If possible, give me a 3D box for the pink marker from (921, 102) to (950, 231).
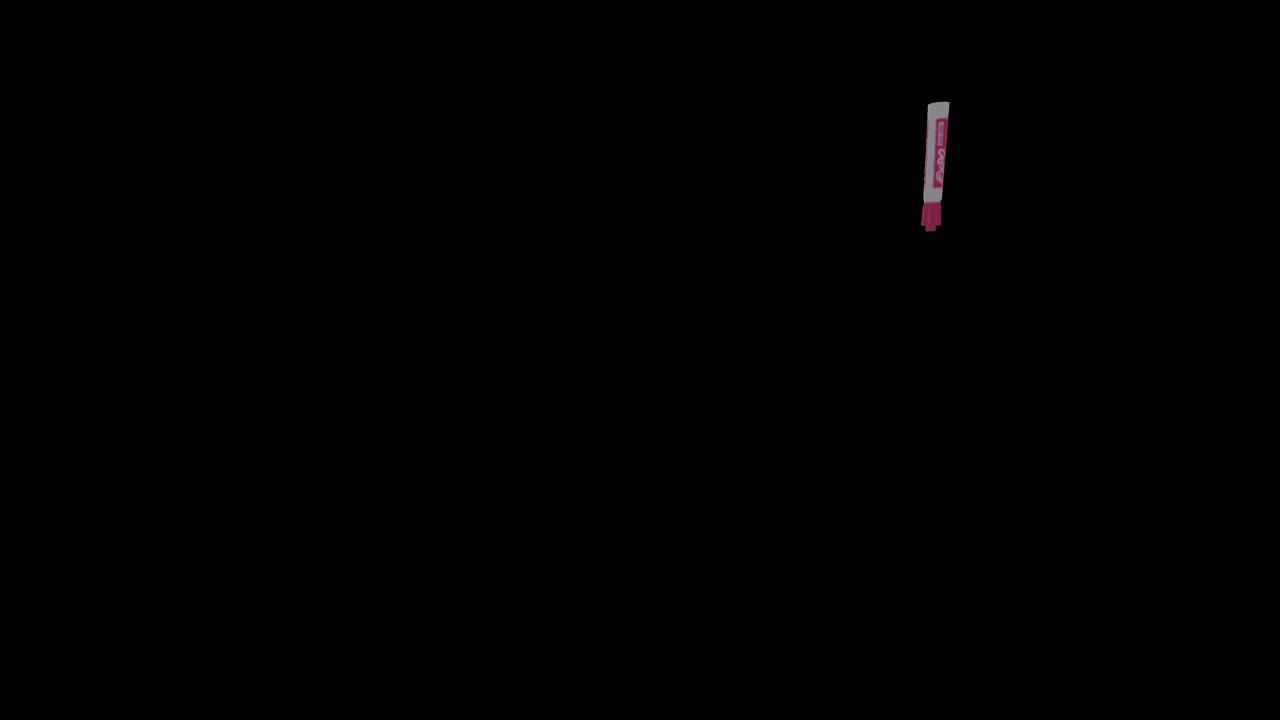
[{"bbox_3d":[0.290,-0.188,0.605,0.020,0.121,0.020,-2,13,0],"label":"pink marker"}]
